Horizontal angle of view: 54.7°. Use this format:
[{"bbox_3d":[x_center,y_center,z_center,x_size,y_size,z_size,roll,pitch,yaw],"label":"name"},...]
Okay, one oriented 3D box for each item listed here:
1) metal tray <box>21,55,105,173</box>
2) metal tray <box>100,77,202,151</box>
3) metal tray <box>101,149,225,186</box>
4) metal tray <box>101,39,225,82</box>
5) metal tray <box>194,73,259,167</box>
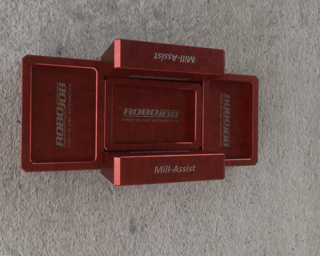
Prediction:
[{"bbox_3d":[-0.114,-0.016,0.366,0.091,0.030,0.129,1,90,-21],"label":"metal tray"},{"bbox_3d":[-0.010,-0.016,0.405,0.131,0.030,0.089,1,90,-21],"label":"metal tray"},{"bbox_3d":[0.001,0.044,0.375,0.131,0.090,0.030,0,90,-20],"label":"metal tray"},{"bbox_3d":[0.001,-0.076,0.377,0.131,0.090,0.030,0,90,-20],"label":"metal tray"},{"bbox_3d":[0.095,-0.011,0.444,0.091,0.030,0.129,1,90,-21],"label":"metal tray"}]
